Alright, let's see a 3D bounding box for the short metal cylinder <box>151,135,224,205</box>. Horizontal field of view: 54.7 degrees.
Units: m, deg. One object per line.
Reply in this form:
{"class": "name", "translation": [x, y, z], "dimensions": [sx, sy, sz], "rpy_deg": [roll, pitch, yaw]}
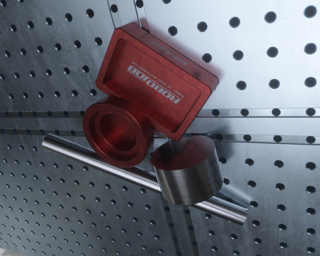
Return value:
{"class": "short metal cylinder", "translation": [0.034, 0.050, 0.386], "dimensions": [0.080, 0.080, 0.050], "rpy_deg": [-4, 117, 29]}

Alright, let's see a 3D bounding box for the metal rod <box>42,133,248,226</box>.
{"class": "metal rod", "translation": [-0.025, 0.071, 0.440], "dimensions": [0.301, 0.025, 0.025], "rpy_deg": [20, 127, 5]}

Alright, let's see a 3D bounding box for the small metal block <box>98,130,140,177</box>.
{"class": "small metal block", "translation": [-0.063, 0.038, 0.466], "dimensions": [0.050, 0.025, 0.050], "rpy_deg": [25, 127, 12]}

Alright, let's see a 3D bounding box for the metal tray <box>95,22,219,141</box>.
{"class": "metal tray", "translation": [-0.008, -0.054, 0.376], "dimensions": [0.130, 0.030, 0.089], "rpy_deg": [35, 128, 5]}

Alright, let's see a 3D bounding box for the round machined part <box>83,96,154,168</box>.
{"class": "round machined part", "translation": [-0.051, 0.001, 0.416], "dimensions": [0.098, 0.042, 0.097], "rpy_deg": [14, 125, 22]}
